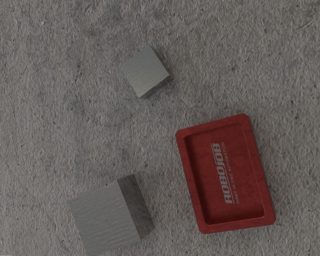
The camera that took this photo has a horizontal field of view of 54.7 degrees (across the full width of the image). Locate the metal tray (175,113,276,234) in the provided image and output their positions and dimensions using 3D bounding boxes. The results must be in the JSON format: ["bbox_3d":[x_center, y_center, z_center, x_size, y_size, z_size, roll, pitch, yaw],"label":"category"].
[{"bbox_3d":[0.079,0.055,0.378,0.090,0.030,0.129,-15,85,19],"label":"metal tray"}]

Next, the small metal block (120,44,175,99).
[{"bbox_3d":[-0.017,-0.074,0.415,0.050,0.025,0.050,-35,79,16],"label":"small metal block"}]

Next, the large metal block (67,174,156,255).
[{"bbox_3d":[-0.065,0.117,0.418,0.080,0.050,0.080,-26,82,18],"label":"large metal block"}]
